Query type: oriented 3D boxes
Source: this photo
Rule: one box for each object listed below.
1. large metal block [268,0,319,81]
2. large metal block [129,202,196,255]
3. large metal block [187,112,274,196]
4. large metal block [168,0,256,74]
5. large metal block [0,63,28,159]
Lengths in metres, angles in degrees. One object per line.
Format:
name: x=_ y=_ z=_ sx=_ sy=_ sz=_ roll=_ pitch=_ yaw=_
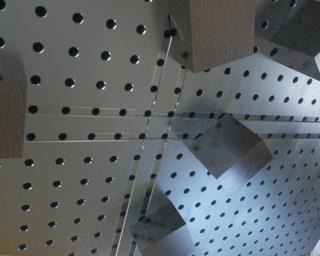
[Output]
large metal block: x=0.211 y=-0.118 z=0.417 sx=0.080 sy=0.080 sz=0.050 roll=-45 pitch=129 yaw=3
large metal block: x=0.006 y=0.183 z=0.510 sx=0.080 sy=0.050 sz=0.080 roll=-27 pitch=128 yaw=-11
large metal block: x=0.101 y=0.036 z=0.452 sx=0.080 sy=0.080 sz=0.050 roll=-42 pitch=129 yaw=0
large metal block: x=0.059 y=-0.118 z=0.354 sx=0.081 sy=0.050 sz=0.080 roll=-20 pitch=126 yaw=-17
large metal block: x=-0.172 y=-0.017 z=0.290 sx=0.081 sy=0.050 sz=0.079 roll=1 pitch=118 yaw=-29
